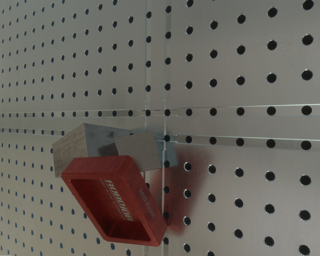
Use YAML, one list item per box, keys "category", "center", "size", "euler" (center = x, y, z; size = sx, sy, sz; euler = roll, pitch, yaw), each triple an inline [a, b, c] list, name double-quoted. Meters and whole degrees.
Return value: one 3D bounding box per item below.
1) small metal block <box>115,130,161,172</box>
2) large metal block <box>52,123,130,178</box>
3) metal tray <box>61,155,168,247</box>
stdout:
- category: "small metal block"
  center: [-0.029, 0.034, 0.413]
  size: [0.050, 0.025, 0.050]
  euler: [-11, 80, -3]
- category: "large metal block"
  center: [-0.095, 0.036, 0.446]
  size: [0.080, 0.081, 0.050]
  euler: [-29, 65, 36]
- category: "metal tray"
  center: [-0.055, 0.094, 0.391]
  size: [0.090, 0.030, 0.129]
  euler: [-6, 124, 28]
